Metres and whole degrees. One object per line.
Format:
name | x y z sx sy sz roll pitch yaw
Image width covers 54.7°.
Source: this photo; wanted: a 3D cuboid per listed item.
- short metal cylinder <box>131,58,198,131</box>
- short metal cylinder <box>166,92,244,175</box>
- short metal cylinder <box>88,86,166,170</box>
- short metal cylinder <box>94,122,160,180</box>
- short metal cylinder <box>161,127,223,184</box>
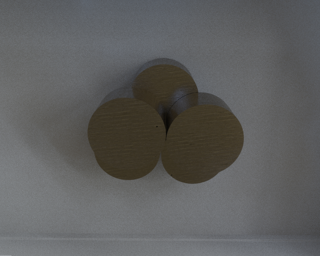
short metal cylinder | 0.005 -0.042 0.381 0.081 0.050 0.079 0 110 0
short metal cylinder | 0.047 0.005 0.344 0.081 0.050 0.079 0 110 0
short metal cylinder | -0.034 -0.001 0.342 0.081 0.050 0.079 0 110 0
short metal cylinder | -0.040 0.020 0.403 0.081 0.050 0.079 0 110 0
short metal cylinder | 0.042 0.025 0.406 0.081 0.050 0.079 0 110 0
